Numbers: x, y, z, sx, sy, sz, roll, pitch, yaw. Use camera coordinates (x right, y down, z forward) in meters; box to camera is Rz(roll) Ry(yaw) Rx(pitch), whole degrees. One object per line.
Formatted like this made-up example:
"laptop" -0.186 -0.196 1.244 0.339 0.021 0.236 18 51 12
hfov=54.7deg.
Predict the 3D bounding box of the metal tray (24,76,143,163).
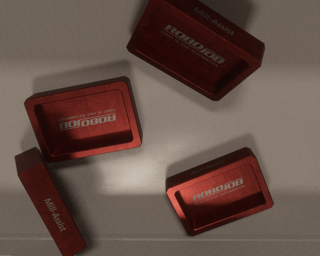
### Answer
"metal tray" -0.095 -0.010 0.403 0.131 0.030 0.089 -11 110 3

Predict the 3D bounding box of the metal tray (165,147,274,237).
"metal tray" 0.084 0.093 0.443 0.130 0.030 0.090 -23 109 7

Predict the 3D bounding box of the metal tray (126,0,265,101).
"metal tray" 0.037 -0.090 0.348 0.131 0.030 0.090 29 149 -11

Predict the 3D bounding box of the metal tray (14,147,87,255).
"metal tray" -0.145 0.096 0.408 0.030 0.090 0.129 -27 111 -21
